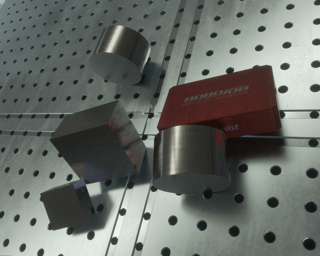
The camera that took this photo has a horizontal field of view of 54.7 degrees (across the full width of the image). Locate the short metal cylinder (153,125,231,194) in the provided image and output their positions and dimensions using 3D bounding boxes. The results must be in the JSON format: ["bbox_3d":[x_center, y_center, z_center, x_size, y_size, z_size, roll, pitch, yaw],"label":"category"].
[{"bbox_3d":[0.033,0.037,0.331,0.080,0.080,0.050,-10,62,22],"label":"short metal cylinder"}]

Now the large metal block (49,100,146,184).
[{"bbox_3d":[-0.074,0.020,0.391,0.080,0.080,0.050,-14,33,20],"label":"large metal block"}]

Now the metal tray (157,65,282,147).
[{"bbox_3d":[0.069,-0.026,0.365,0.130,0.030,0.090,-10,36,22],"label":"metal tray"}]

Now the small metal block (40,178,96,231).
[{"bbox_3d":[-0.117,0.097,0.394,0.050,0.025,0.050,-19,91,17],"label":"small metal block"}]

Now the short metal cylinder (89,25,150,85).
[{"bbox_3d":[-0.060,-0.108,0.471,0.080,0.080,0.050,1,63,29],"label":"short metal cylinder"}]
